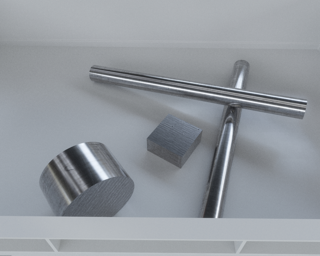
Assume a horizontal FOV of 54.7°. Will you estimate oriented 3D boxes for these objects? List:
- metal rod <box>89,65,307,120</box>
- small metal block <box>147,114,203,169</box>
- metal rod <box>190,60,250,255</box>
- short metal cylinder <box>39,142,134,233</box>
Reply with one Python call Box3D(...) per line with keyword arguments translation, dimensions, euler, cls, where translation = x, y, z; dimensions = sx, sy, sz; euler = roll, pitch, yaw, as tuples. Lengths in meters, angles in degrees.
Box3D(translation=(0.038, -0.053, 0.426), dimensions=(0.301, 0.025, 0.025), euler=(13, 51, 19), cls="metal rod")
Box3D(translation=(0.019, 0.015, 0.392), dimensions=(0.050, 0.025, 0.050), euler=(27, 55, 20), cls="small metal block")
Box3D(translation=(0.085, 0.013, 0.395), dimensions=(0.025, 0.025, 0.300), euler=(13, 51, 10), cls="metal rod")
Box3D(translation=(-0.074, 0.061, 0.318), dimensions=(0.081, 0.080, 0.050), euler=(-29, 56, -22), cls="short metal cylinder")
